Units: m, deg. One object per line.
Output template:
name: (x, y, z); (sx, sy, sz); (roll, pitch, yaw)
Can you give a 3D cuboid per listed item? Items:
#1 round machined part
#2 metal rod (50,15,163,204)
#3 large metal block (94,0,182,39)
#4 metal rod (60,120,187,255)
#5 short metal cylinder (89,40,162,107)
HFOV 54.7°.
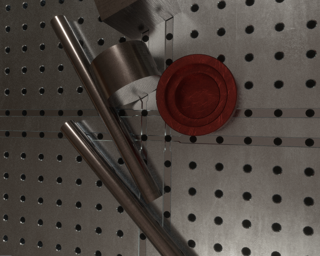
round machined part: (0.048, -0.039, 0.386); (0.098, 0.042, 0.097); (0, 90, 19)
metal rod: (-0.080, -0.032, 0.439); (0.025, 0.025, 0.299); (-32, 80, 17)
large metal block: (-0.029, -0.164, 0.393); (0.080, 0.080, 0.050); (-23, 83, 18)
metal rod: (-0.039, 0.105, 0.425); (0.025, 0.025, 0.300); (-46, 76, 14)
short metal cylinder: (-0.043, -0.068, 0.397); (0.080, 0.080, 0.050); (-29, 81, 17)
